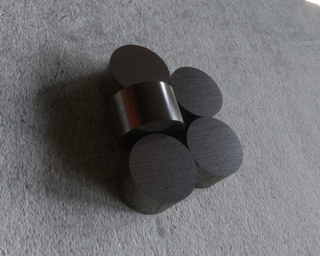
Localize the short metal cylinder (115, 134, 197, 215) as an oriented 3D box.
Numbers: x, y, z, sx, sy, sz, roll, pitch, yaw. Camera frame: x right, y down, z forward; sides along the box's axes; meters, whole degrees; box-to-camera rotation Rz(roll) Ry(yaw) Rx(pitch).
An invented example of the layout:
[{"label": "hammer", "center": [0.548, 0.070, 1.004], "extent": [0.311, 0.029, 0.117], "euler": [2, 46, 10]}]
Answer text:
[{"label": "short metal cylinder", "center": [-0.005, 0.053, 0.354], "extent": [0.081, 0.050, 0.080], "euler": [13, 57, -20]}]

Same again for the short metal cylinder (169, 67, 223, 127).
[{"label": "short metal cylinder", "center": [0.039, -0.038, 0.433], "extent": [0.081, 0.050, 0.080], "euler": [13, 57, -21]}]

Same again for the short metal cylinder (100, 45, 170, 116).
[{"label": "short metal cylinder", "center": [-0.034, -0.062, 0.409], "extent": [0.081, 0.050, 0.080], "euler": [13, 57, -20]}]

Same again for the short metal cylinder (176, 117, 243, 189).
[{"label": "short metal cylinder", "center": [0.058, 0.032, 0.400], "extent": [0.081, 0.050, 0.080], "euler": [13, 57, -20]}]

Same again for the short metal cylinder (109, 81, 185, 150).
[{"label": "short metal cylinder", "center": [-0.016, -0.012, 0.369], "extent": [0.081, 0.080, 0.050], "euler": [-3, 64, -30]}]
